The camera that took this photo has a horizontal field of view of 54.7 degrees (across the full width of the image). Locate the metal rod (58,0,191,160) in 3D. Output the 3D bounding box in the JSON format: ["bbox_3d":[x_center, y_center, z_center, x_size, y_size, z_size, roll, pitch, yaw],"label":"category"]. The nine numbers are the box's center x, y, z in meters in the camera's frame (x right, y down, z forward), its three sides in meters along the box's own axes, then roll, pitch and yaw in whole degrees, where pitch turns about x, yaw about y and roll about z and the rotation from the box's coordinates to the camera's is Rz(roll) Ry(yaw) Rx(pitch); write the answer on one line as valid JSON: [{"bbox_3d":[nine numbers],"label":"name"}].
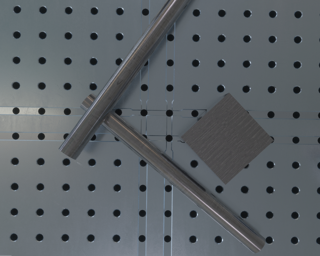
[{"bbox_3d":[-0.029,-0.090,0.396,0.025,0.025,0.300,35,83,0],"label":"metal rod"}]

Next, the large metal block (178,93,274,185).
[{"bbox_3d":[0.082,0.013,0.402,0.080,0.050,0.080,-43,90,0],"label":"large metal block"}]

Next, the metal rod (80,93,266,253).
[{"bbox_3d":[0.017,0.060,0.413,0.300,0.025,0.025,40,90,0],"label":"metal rod"}]
